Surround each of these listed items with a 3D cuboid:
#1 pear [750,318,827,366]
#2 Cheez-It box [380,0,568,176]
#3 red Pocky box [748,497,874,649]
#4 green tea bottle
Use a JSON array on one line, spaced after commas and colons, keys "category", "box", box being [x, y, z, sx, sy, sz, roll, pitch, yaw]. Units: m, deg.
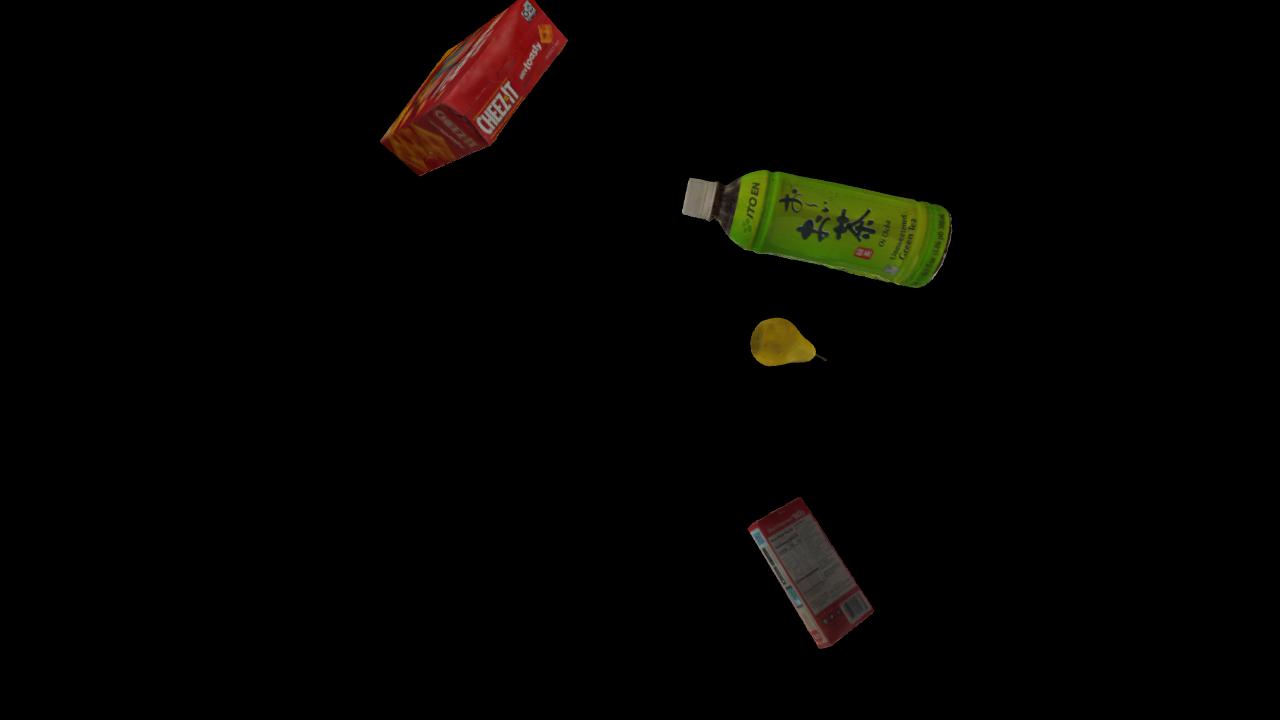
[{"category": "pear", "box": [0.223, -0.021, 0.918, 0.111, 0.080, 0.080, 15, -4, -17]}, {"category": "Cheez-It box", "box": [-0.203, -0.314, 0.724, 0.071, 0.166, 0.223, 40, -19, -35]}, {"category": "red Pocky box", "box": [0.203, 0.250, 0.735, 0.083, 0.155, 0.028, -18, -23, -31]}, {"category": "green tea bottle", "box": [0.141, -0.115, 0.513, 0.212, 0.073, 0.073, 13, 1, 3]}]
